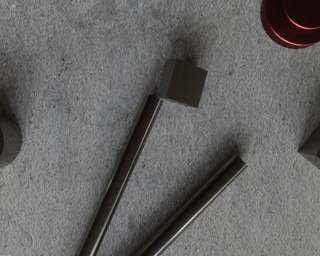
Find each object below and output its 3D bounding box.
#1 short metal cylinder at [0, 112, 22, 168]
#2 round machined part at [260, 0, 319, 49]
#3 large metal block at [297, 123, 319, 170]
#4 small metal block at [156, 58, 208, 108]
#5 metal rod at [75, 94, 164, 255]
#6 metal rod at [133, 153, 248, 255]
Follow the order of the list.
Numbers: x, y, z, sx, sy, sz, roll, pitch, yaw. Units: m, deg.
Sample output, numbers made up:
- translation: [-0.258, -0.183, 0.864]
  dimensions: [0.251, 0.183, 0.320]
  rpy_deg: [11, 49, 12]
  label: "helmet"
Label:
- translation: [-0.227, 0.016, 0.395]
  dimensions: [0.081, 0.050, 0.079]
  rpy_deg: [0, 90, -1]
  label: "short metal cylinder"
- translation: [0.187, -0.157, 0.404]
  dimensions: [0.099, 0.042, 0.097]
  rpy_deg: [0, 90, -1]
  label: "round machined part"
- translation: [0.245, 0.026, 0.401]
  dimensions: [0.080, 0.050, 0.080]
  rpy_deg: [38, 90, -1]
  label: "large metal block"
- translation: [0.029, -0.057, 0.400]
  dimensions: [0.050, 0.025, 0.050]
  rpy_deg: [15, 90, -30]
  label: "small metal block"
- translation: [-0.067, 0.096, 0.409]
  dimensions: [0.025, 0.025, 0.299]
  rpy_deg: [24, 90, -1]
  label: "metal rod"
- translation: [0.002, 0.149, 0.410]
  dimensions: [0.025, 0.025, 0.300]
  rpy_deg: [45, 89, -1]
  label: "metal rod"
